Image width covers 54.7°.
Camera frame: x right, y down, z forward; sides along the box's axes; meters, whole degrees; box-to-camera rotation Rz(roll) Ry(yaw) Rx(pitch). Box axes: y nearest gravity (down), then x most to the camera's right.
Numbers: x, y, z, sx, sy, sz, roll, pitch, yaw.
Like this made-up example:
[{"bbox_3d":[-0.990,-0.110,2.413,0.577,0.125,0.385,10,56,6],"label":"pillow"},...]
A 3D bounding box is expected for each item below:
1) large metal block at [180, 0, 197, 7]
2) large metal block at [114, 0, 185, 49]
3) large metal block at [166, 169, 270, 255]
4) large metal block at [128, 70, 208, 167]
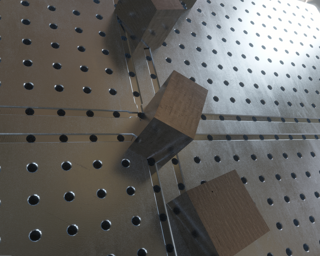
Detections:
[{"bbox_3d":[0.039,-0.277,0.565,0.081,0.080,0.050,2,61,-28],"label":"large metal block"},{"bbox_3d":[-0.019,-0.181,0.475,0.050,0.080,0.080,-17,71,-35],"label":"large metal block"},{"bbox_3d":[0.068,0.105,0.366,0.081,0.050,0.080,-16,70,-35],"label":"large metal block"},{"bbox_3d":[0.010,-0.011,0.386,0.050,0.080,0.080,29,52,-10],"label":"large metal block"}]
